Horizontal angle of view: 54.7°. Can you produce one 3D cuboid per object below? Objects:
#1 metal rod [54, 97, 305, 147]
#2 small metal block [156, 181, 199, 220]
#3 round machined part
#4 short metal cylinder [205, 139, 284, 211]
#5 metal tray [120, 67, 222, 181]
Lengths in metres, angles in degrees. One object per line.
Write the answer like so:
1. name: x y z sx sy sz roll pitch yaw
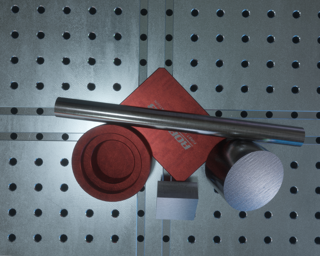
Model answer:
1. metal rod: 0.024 -0.007 0.382 0.302 0.025 0.025 7 90 -1
2. small metal block: 0.021 0.094 0.400 0.050 0.025 0.050 3 133 -1
3. round machined part: -0.059 0.041 0.399 0.099 0.042 0.097 0 96 4
4. short metal cylinder: 0.104 0.056 0.387 0.081 0.050 0.079 -6 110 -16
5. metal tray: 0.014 -0.004 0.412 0.090 0.030 0.130 -43 91 0
